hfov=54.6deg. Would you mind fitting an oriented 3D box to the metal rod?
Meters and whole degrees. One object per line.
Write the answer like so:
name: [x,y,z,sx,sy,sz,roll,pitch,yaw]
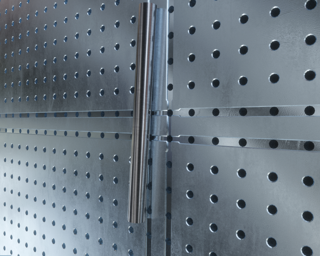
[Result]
metal rod: [-0.025,-0.019,0.431,0.025,0.025,0.298,6,94,40]
